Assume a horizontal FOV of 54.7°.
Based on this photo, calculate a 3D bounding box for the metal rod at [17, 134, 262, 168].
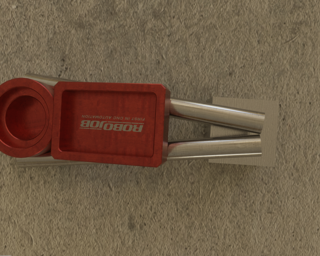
[{"bbox_3d":[-0.034,0.030,0.379,0.301,0.025,0.025,-4,90,12],"label":"metal rod"}]

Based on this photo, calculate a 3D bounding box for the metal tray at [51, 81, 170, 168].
[{"bbox_3d":[-0.057,-0.006,0.356,0.131,0.030,0.089,3,90,12],"label":"metal tray"}]

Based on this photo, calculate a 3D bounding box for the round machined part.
[{"bbox_3d":[-0.166,-0.012,0.395,0.098,0.042,0.097,0,90,10],"label":"round machined part"}]

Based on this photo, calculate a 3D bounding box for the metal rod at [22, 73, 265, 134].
[{"bbox_3d":[-0.030,-0.033,0.378,0.301,0.025,0.025,11,90,12],"label":"metal rod"}]

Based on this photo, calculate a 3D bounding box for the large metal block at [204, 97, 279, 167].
[{"bbox_3d":[0.101,0.004,0.398,0.081,0.050,0.079,4,90,-1],"label":"large metal block"}]
